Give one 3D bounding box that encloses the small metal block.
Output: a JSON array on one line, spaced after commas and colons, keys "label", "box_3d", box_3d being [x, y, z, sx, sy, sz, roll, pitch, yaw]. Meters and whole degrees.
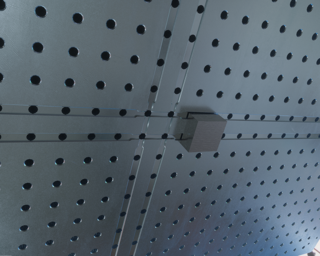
[{"label": "small metal block", "box_3d": [0.063, 0.007, 0.449, 0.050, 0.025, 0.050, 0, 119, -28]}]
